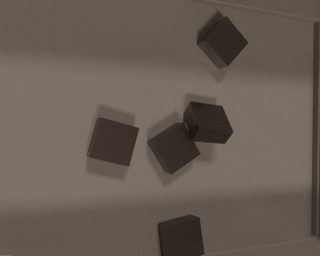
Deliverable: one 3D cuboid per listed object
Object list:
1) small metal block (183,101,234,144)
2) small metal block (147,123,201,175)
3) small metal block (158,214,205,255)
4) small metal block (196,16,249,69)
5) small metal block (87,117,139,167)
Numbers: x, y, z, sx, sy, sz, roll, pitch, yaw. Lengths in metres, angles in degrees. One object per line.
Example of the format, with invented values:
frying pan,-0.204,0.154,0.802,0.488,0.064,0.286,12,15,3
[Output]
small metal block,0.065,-0.007,0.421,0.050,0.025,0.050,6,46,-21
small metal block,0.019,0.027,0.419,0.050,0.025,0.050,-33,101,-17
small metal block,0.029,0.150,0.419,0.050,0.025,0.050,-7,88,-25
small metal block,0.090,-0.122,0.445,0.050,0.025,0.050,45,76,-15
small metal block,-0.059,0.017,0.389,0.050,0.025,0.050,16,85,-20
